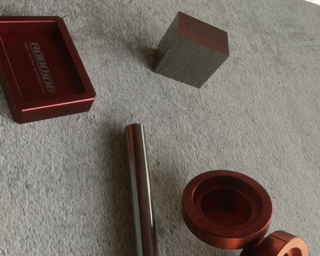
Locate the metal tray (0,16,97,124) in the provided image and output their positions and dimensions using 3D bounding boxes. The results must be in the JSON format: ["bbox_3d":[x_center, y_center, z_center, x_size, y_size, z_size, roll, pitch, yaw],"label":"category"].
[{"bbox_3d":[-0.142,-0.074,0.369,0.091,0.030,0.130,-15,69,-34],"label":"metal tray"}]

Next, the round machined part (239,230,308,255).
[{"bbox_3d":[0.119,0.159,0.339,0.099,0.042,0.097,-9,103,-39],"label":"round machined part"}]

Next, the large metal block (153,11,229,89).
[{"bbox_3d":[0.045,-0.113,0.461,0.081,0.080,0.050,17,55,-19],"label":"large metal block"}]

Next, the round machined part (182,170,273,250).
[{"bbox_3d":[0.074,0.096,0.355,0.099,0.042,0.098,-1,35,1],"label":"round machined part"}]

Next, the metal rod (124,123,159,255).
[{"bbox_3d":[-0.013,0.131,0.316,0.025,0.025,0.299,6,59,-25],"label":"metal rod"}]
